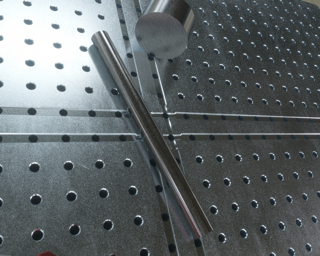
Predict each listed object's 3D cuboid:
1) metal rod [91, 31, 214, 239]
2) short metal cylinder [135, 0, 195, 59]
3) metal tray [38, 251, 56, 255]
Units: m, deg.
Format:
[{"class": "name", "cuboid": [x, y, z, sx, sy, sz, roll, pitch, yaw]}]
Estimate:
[{"class": "metal rod", "cuboid": [-0.017, -0.003, 0.400, 0.025, 0.025, 0.299, -17, 71, -35]}, {"class": "short metal cylinder", "cuboid": [0.008, -0.152, 0.470, 0.080, 0.080, 0.050, 28, 52, -11]}, {"class": "metal tray", "cuboid": [-0.070, 0.177, 0.258, 0.130, 0.030, 0.090, 34, 51, -6]}]
